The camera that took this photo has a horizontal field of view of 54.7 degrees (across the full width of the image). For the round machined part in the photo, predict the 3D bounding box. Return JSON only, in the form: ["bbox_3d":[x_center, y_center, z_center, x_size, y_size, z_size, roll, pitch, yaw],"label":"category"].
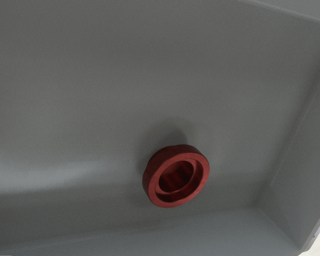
[{"bbox_3d":[0.019,0.065,0.450,0.099,0.042,0.097,-14,125,-21],"label":"round machined part"}]
